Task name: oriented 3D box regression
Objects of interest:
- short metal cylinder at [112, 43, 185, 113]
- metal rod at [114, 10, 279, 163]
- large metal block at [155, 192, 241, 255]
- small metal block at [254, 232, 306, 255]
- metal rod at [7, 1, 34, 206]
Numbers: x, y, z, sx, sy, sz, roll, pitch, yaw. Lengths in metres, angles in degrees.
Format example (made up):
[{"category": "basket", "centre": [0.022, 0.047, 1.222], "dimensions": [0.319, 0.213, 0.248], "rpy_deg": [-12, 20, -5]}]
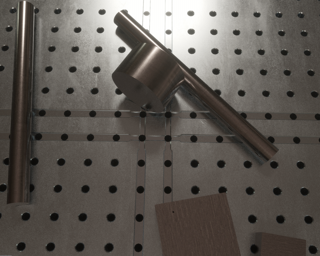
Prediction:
[{"category": "short metal cylinder", "centre": [-0.015, -0.064, 0.406], "dimensions": [0.080, 0.080, 0.050], "rpy_deg": [32, 73, 10]}, {"category": "metal rod", "centre": [0.042, -0.066, 0.436], "dimensions": [0.025, 0.025, 0.300], "rpy_deg": [-41, 76, -14]}, {"category": "large metal block", "centre": [0.041, 0.124, 0.354], "dimensions": [0.081, 0.050, 0.080], "rpy_deg": [-9, 70, -4]}, {"category": "small metal block", "centre": [0.138, 0.151, 0.358], "dimensions": [0.050, 0.025, 0.050], "rpy_deg": [9, 70, 3]}, {"category": "metal rod", "centre": [-0.189, -0.047, 0.426], "dimensions": [0.025, 0.025, 0.299], "rpy_deg": [-6, 70, -3]}]
